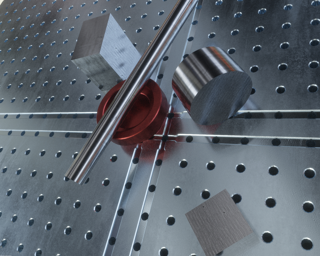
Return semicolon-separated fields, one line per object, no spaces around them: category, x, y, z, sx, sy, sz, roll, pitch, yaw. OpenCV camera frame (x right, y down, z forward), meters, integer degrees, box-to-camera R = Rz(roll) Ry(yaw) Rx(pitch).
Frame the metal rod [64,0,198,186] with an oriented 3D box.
metal rod;-0.029;-0.063;0.406;0.025;0.025;0.300;19;71;35

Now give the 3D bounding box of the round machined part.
round machined part;-0.034;-0.019;0.425;0.098;0.042;0.098;-13;56;20

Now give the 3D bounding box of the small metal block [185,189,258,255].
small metal block;0.061;0.099;0.315;0.050;0.025;0.050;-34;52;5

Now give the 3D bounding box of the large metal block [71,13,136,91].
large metal block;-0.085;-0.117;0.487;0.050;0.080;0.080;-7;59;24

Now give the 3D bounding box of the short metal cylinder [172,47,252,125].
short metal cylinder;0.061;-0.049;0.370;0.080;0.080;0.050;-34;52;6
